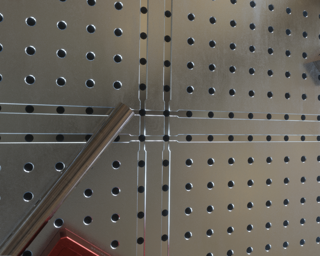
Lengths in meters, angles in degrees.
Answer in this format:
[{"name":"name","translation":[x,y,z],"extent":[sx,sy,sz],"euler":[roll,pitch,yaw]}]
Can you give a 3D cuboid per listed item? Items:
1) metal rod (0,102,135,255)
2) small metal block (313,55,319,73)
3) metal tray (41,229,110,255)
[{"name":"metal rod","translation":[-0.132,0.091,0.364],"extent":[0.025,0.025,0.300],"euler":[41,77,-16]},{"name":"small metal block","translation":[0.296,-0.110,0.524],"extent":[0.050,0.025,0.050],"euler":[-43,104,-15]},{"name":"metal tray","translation":[-0.092,0.196,0.376],"extent":[0.130,0.030,0.090],"euler":[39,77,-16]}]
